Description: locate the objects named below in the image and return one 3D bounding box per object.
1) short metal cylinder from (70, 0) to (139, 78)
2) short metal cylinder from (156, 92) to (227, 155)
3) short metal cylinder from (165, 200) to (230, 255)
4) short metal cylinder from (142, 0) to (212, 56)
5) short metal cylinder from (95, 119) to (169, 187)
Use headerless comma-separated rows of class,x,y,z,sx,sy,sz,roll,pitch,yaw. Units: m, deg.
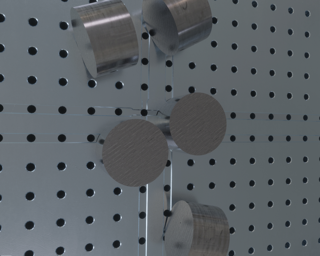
short metal cylinder,-0.065,-0.104,0.359,0.050,0.080,0.080,-22,98,-19
short metal cylinder,0.041,-0.005,0.414,0.081,0.050,0.079,0,90,-20
short metal cylinder,0.046,0.138,0.400,0.050,0.080,0.080,15,85,-20
short metal cylinder,0.020,-0.139,0.390,0.050,0.080,0.080,-31,100,-17
short metal cylinder,-0.036,0.029,0.386,0.081,0.050,0.079,0,90,-20
